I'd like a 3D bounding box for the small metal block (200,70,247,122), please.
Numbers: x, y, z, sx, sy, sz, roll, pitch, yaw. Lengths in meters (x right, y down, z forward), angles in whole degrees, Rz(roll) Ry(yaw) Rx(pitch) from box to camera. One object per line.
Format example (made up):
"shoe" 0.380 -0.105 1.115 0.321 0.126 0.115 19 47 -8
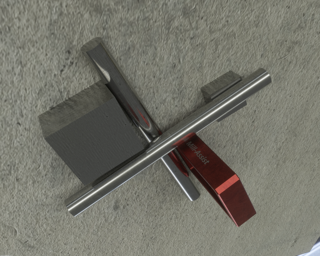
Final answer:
"small metal block" 0.090 -0.044 0.432 0.050 0.025 0.050 -31 129 -9

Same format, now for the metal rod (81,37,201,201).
"metal rod" -0.008 0.011 0.413 0.025 0.025 0.299 -36 130 -4

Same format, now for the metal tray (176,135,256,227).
"metal tray" 0.066 0.059 0.414 0.030 0.130 0.090 -36 129 -4

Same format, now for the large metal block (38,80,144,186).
"large metal block" -0.076 0.005 0.353 0.080 0.050 0.080 -32 129 -8

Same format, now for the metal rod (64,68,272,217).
"metal rod" 0.015 0.014 0.394 0.301 0.025 0.025 -34 129 -6
